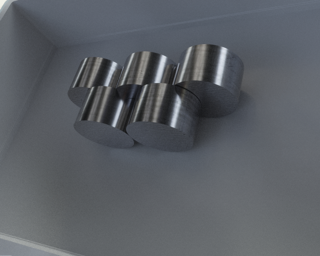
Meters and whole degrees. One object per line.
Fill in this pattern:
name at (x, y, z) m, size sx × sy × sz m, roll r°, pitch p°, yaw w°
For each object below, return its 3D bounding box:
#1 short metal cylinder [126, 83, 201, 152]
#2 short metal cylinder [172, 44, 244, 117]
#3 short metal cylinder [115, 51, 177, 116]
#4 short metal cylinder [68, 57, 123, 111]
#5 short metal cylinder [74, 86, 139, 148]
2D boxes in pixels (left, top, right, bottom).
short metal cylinder at (0.005, -0.010, 0.372) m, size 0.080 × 0.080 × 0.050 m, roll 1°, pitch 62°, yaw 28°
short metal cylinder at (0.056, -0.054, 0.372) m, size 0.080 × 0.080 × 0.050 m, roll 2°, pitch 63°, yaw 29°
short metal cylinder at (-0.014, -0.055, 0.410) m, size 0.080 × 0.080 × 0.050 m, roll 1°, pitch 62°, yaw 28°
short metal cylinder at (-0.085, -0.057, 0.449) m, size 0.080 × 0.080 × 0.050 m, roll 1°, pitch 62°, yaw 28°
short metal cylinder at (-0.066, -0.012, 0.411) m, size 0.080 × 0.080 × 0.050 m, roll 1°, pitch 62°, yaw 28°
